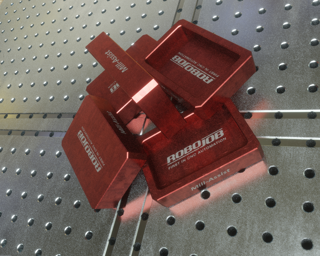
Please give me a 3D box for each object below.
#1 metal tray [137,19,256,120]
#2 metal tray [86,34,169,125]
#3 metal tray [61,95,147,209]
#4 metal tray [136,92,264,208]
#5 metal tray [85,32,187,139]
[{"bbox_3d":[0.041,-0.079,0.392,0.090,0.030,0.130,-45,51,-4],"label":"metal tray"},{"bbox_3d":[-0.040,-0.074,0.469,0.130,0.030,0.090,-43,51,-2],"label":"metal tray"},{"bbox_3d":[-0.078,0.028,0.403,0.090,0.030,0.130,-57,48,20],"label":"metal tray"},{"bbox_3d":[0.041,0.024,0.366,0.130,0.030,0.090,-29,52,9],"label":"metal tray"},{"bbox_3d":[-0.030,-0.052,0.373,0.030,0.090,0.130,-42,51,0],"label":"metal tray"}]
